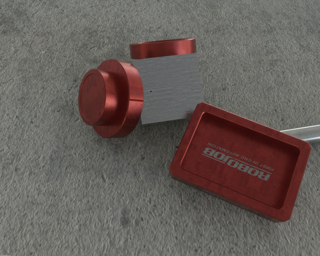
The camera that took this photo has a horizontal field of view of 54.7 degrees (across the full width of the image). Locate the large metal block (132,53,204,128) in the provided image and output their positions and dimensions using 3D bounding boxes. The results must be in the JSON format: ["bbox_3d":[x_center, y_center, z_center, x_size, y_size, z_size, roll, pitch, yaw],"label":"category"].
[{"bbox_3d":[0.009,-0.047,0.403,0.081,0.050,0.080,-8,85,-8],"label":"large metal block"}]

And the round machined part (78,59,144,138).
[{"bbox_3d":[-0.066,-0.036,0.381,0.042,0.097,0.098,2,42,-40],"label":"round machined part"}]

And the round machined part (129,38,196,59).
[{"bbox_3d":[0.005,-0.109,0.465,0.099,0.042,0.098,-5,17,2],"label":"round machined part"}]

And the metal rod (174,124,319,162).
[{"bbox_3d":[0.168,0.013,0.394,0.302,0.025,0.025,-8,51,-8],"label":"metal rod"}]

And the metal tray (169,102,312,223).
[{"bbox_3d":[0.086,0.036,0.342,0.130,0.030,0.090,22,73,9],"label":"metal tray"}]
